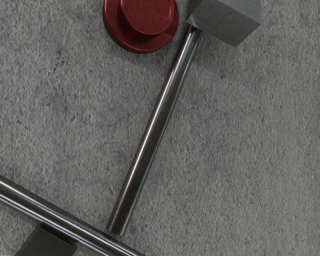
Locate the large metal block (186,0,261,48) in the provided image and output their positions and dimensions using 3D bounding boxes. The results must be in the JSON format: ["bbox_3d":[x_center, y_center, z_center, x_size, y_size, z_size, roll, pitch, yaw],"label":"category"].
[{"bbox_3d":[0.086,-0.168,0.414,0.080,0.050,0.080,21,60,-19],"label":"large metal block"}]

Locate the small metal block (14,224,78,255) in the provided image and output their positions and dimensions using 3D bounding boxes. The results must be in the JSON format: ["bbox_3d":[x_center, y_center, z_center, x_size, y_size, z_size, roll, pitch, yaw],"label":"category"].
[{"bbox_3d":[-0.133,0.146,0.360,0.050,0.025,0.050,38,78,-17],"label":"small metal block"}]

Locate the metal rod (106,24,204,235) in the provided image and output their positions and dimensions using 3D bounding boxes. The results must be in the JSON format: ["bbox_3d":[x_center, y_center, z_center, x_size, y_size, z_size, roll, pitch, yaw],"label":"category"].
[{"bbox_3d":[-0.002,-0.008,0.409,0.025,0.025,0.299,24,82,-19],"label":"metal rod"}]

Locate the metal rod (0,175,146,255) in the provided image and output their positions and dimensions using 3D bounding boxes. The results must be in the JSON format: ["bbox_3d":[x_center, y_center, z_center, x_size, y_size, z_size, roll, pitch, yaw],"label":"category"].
[{"bbox_3d":[-0.118,0.110,0.366,0.301,0.025,0.025,36,78,-17],"label":"metal rod"}]

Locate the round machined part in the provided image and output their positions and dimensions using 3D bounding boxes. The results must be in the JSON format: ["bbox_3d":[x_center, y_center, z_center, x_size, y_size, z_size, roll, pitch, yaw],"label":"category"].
[{"bbox_3d":[-0.020,-0.147,0.393,0.099,0.042,0.097,0,90,-21],"label":"round machined part"}]
